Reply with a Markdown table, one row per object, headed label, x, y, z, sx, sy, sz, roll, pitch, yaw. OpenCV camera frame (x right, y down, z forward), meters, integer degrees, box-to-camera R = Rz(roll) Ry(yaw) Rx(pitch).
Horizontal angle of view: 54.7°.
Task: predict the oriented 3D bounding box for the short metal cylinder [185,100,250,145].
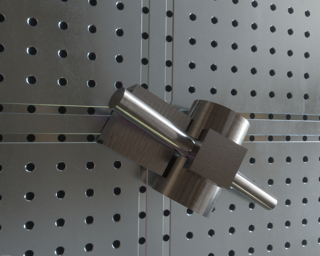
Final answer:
| label | x | y | z | sx | sy | sz | roll | pitch | yaw |
| --- | --- | --- | --- | --- | --- | --- | --- | --- | --- |
| short metal cylinder | 0.070 | 0.004 | 0.406 | 0.080 | 0.080 | 0.050 | 29 | 81 | -18 |

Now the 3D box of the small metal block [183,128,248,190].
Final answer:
| label | x | y | z | sx | sy | sz | roll | pitch | yaw |
| --- | --- | --- | --- | --- | --- | --- | --- | --- | --- |
| small metal block | 0.062 | 0.035 | 0.348 | 0.050 | 0.025 | 0.050 | 29 | 80 | -9 |

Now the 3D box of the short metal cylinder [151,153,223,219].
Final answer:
| label | x | y | z | sx | sy | sz | roll | pitch | yaw |
| --- | --- | --- | --- | --- | --- | --- | --- | --- | --- |
| short metal cylinder | 0.036 | 0.073 | 0.393 | 0.080 | 0.080 | 0.050 | 31 | 80 | -18 |

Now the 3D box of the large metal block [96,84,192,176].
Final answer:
| label | x | y | z | sx | sy | sz | roll | pitch | yaw |
| --- | --- | --- | --- | --- | --- | --- | --- | --- | --- |
| large metal block | -0.021 | 0.003 | 0.386 | 0.080 | 0.050 | 0.080 | 31 | 80 | -18 |

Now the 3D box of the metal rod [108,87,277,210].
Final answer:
| label | x | y | z | sx | sy | sz | roll | pitch | yaw |
| --- | --- | --- | --- | --- | --- | --- | --- | --- | --- |
| metal rod | 0.061 | 0.041 | 0.390 | 0.301 | 0.025 | 0.025 | 34 | 79 | -33 |
